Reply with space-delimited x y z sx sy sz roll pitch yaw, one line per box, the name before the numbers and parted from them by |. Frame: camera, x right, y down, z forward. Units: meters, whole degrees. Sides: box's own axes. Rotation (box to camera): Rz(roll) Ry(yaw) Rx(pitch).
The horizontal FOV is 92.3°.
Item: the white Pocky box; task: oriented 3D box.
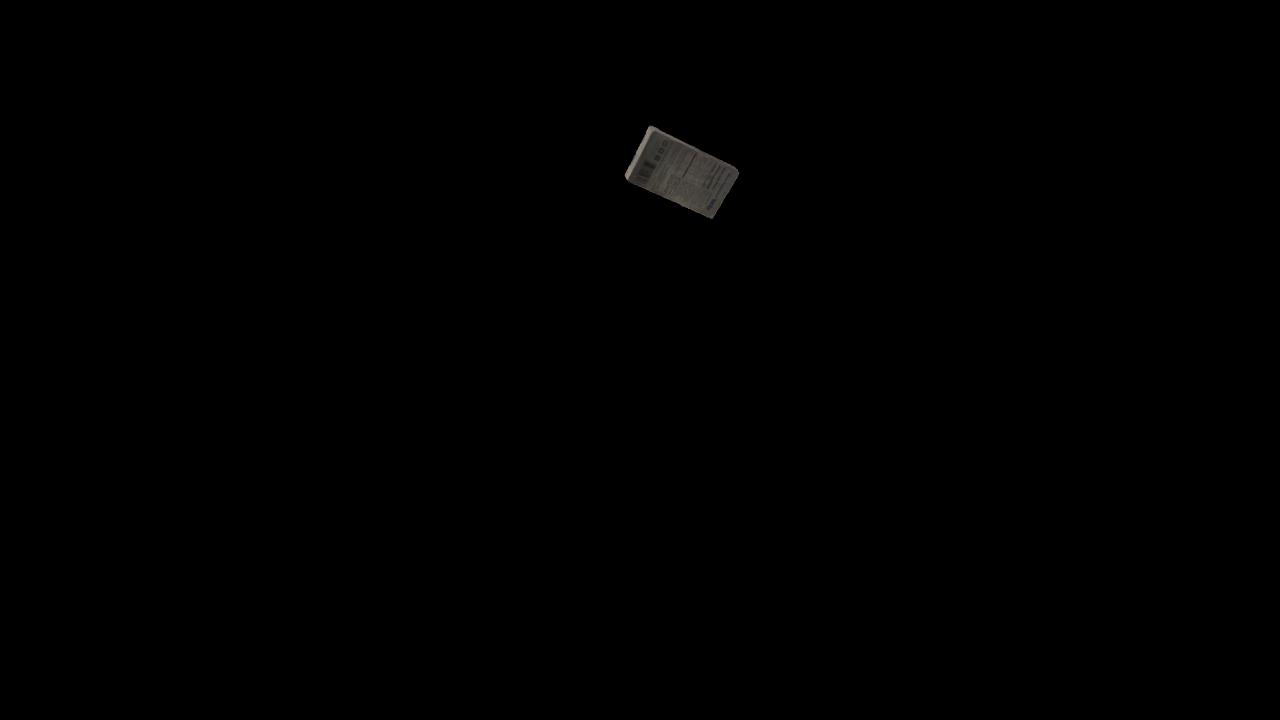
white Pocky box | 0.063 -0.274 0.908 0.154 0.084 0.028 17 31 -26
